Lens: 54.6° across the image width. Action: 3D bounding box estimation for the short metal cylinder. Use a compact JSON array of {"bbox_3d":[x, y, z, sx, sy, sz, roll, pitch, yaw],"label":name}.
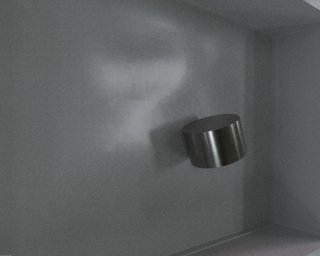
[{"bbox_3d":[0.076,0.016,0.433,0.081,0.080,0.050,-26,106,-37],"label":"short metal cylinder"}]
